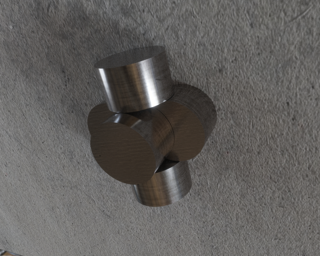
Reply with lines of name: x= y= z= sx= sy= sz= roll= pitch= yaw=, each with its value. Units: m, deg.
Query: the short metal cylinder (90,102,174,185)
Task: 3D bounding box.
short metal cylinder: x=-0.031 y=0.017 z=0.352 sx=0.080 sy=0.050 sz=0.079 roll=13 pitch=124 yaw=20

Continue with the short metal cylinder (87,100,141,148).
short metal cylinder: x=-0.048 y=-0.007 z=0.411 sx=0.080 sy=0.050 sz=0.079 roll=13 pitch=124 yaw=20

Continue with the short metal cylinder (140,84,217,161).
short metal cylinder: x=0.023 y=-0.007 z=0.374 sx=0.080 sy=0.050 sz=0.079 roll=13 pitch=124 yaw=20

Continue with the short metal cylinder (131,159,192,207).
short metal cylinder: x=-0.002 y=0.058 z=0.408 sx=0.080 sy=0.080 sz=0.050 roll=0 pitch=119 yaw=27

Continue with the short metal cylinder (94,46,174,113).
short metal cylinder: x=-0.028 y=-0.057 z=0.351 sx=0.080 sy=0.080 sz=0.050 roll=0 pitch=118 yaw=28
